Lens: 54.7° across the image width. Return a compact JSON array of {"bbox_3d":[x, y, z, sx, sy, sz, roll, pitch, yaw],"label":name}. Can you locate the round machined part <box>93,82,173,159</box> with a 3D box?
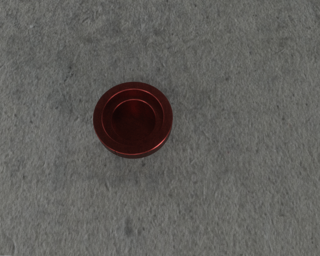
[{"bbox_3d":[-0.033,-0.007,0.401,0.099,0.042,0.098,0,70,-1],"label":"round machined part"}]
